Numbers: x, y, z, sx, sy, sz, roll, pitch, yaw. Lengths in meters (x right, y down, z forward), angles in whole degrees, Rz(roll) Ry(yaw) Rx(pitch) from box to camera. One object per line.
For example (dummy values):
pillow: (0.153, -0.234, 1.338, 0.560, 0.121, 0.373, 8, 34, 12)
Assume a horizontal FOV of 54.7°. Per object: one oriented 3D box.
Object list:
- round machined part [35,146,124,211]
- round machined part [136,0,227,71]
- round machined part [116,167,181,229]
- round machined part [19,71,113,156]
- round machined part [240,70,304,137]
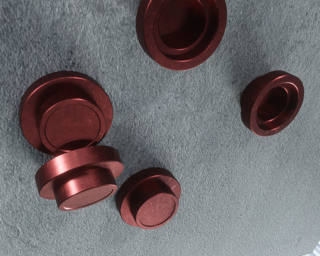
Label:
round machined part: (-0.088, 0.063, 0.358, 0.099, 0.042, 0.098, -21, 157, -9)
round machined part: (0.020, -0.115, 0.335, 0.099, 0.042, 0.097, -14, 124, -21)
round machined part: (-0.012, 0.110, 0.457, 0.099, 0.042, 0.097, -14, 124, -21)
round machined part: (-0.098, -0.009, 0.337, 0.099, 0.042, 0.097, -14, 124, -21)
round machined part: (0.159, -0.039, 0.458, 0.099, 0.042, 0.097, -14, 124, -21)
